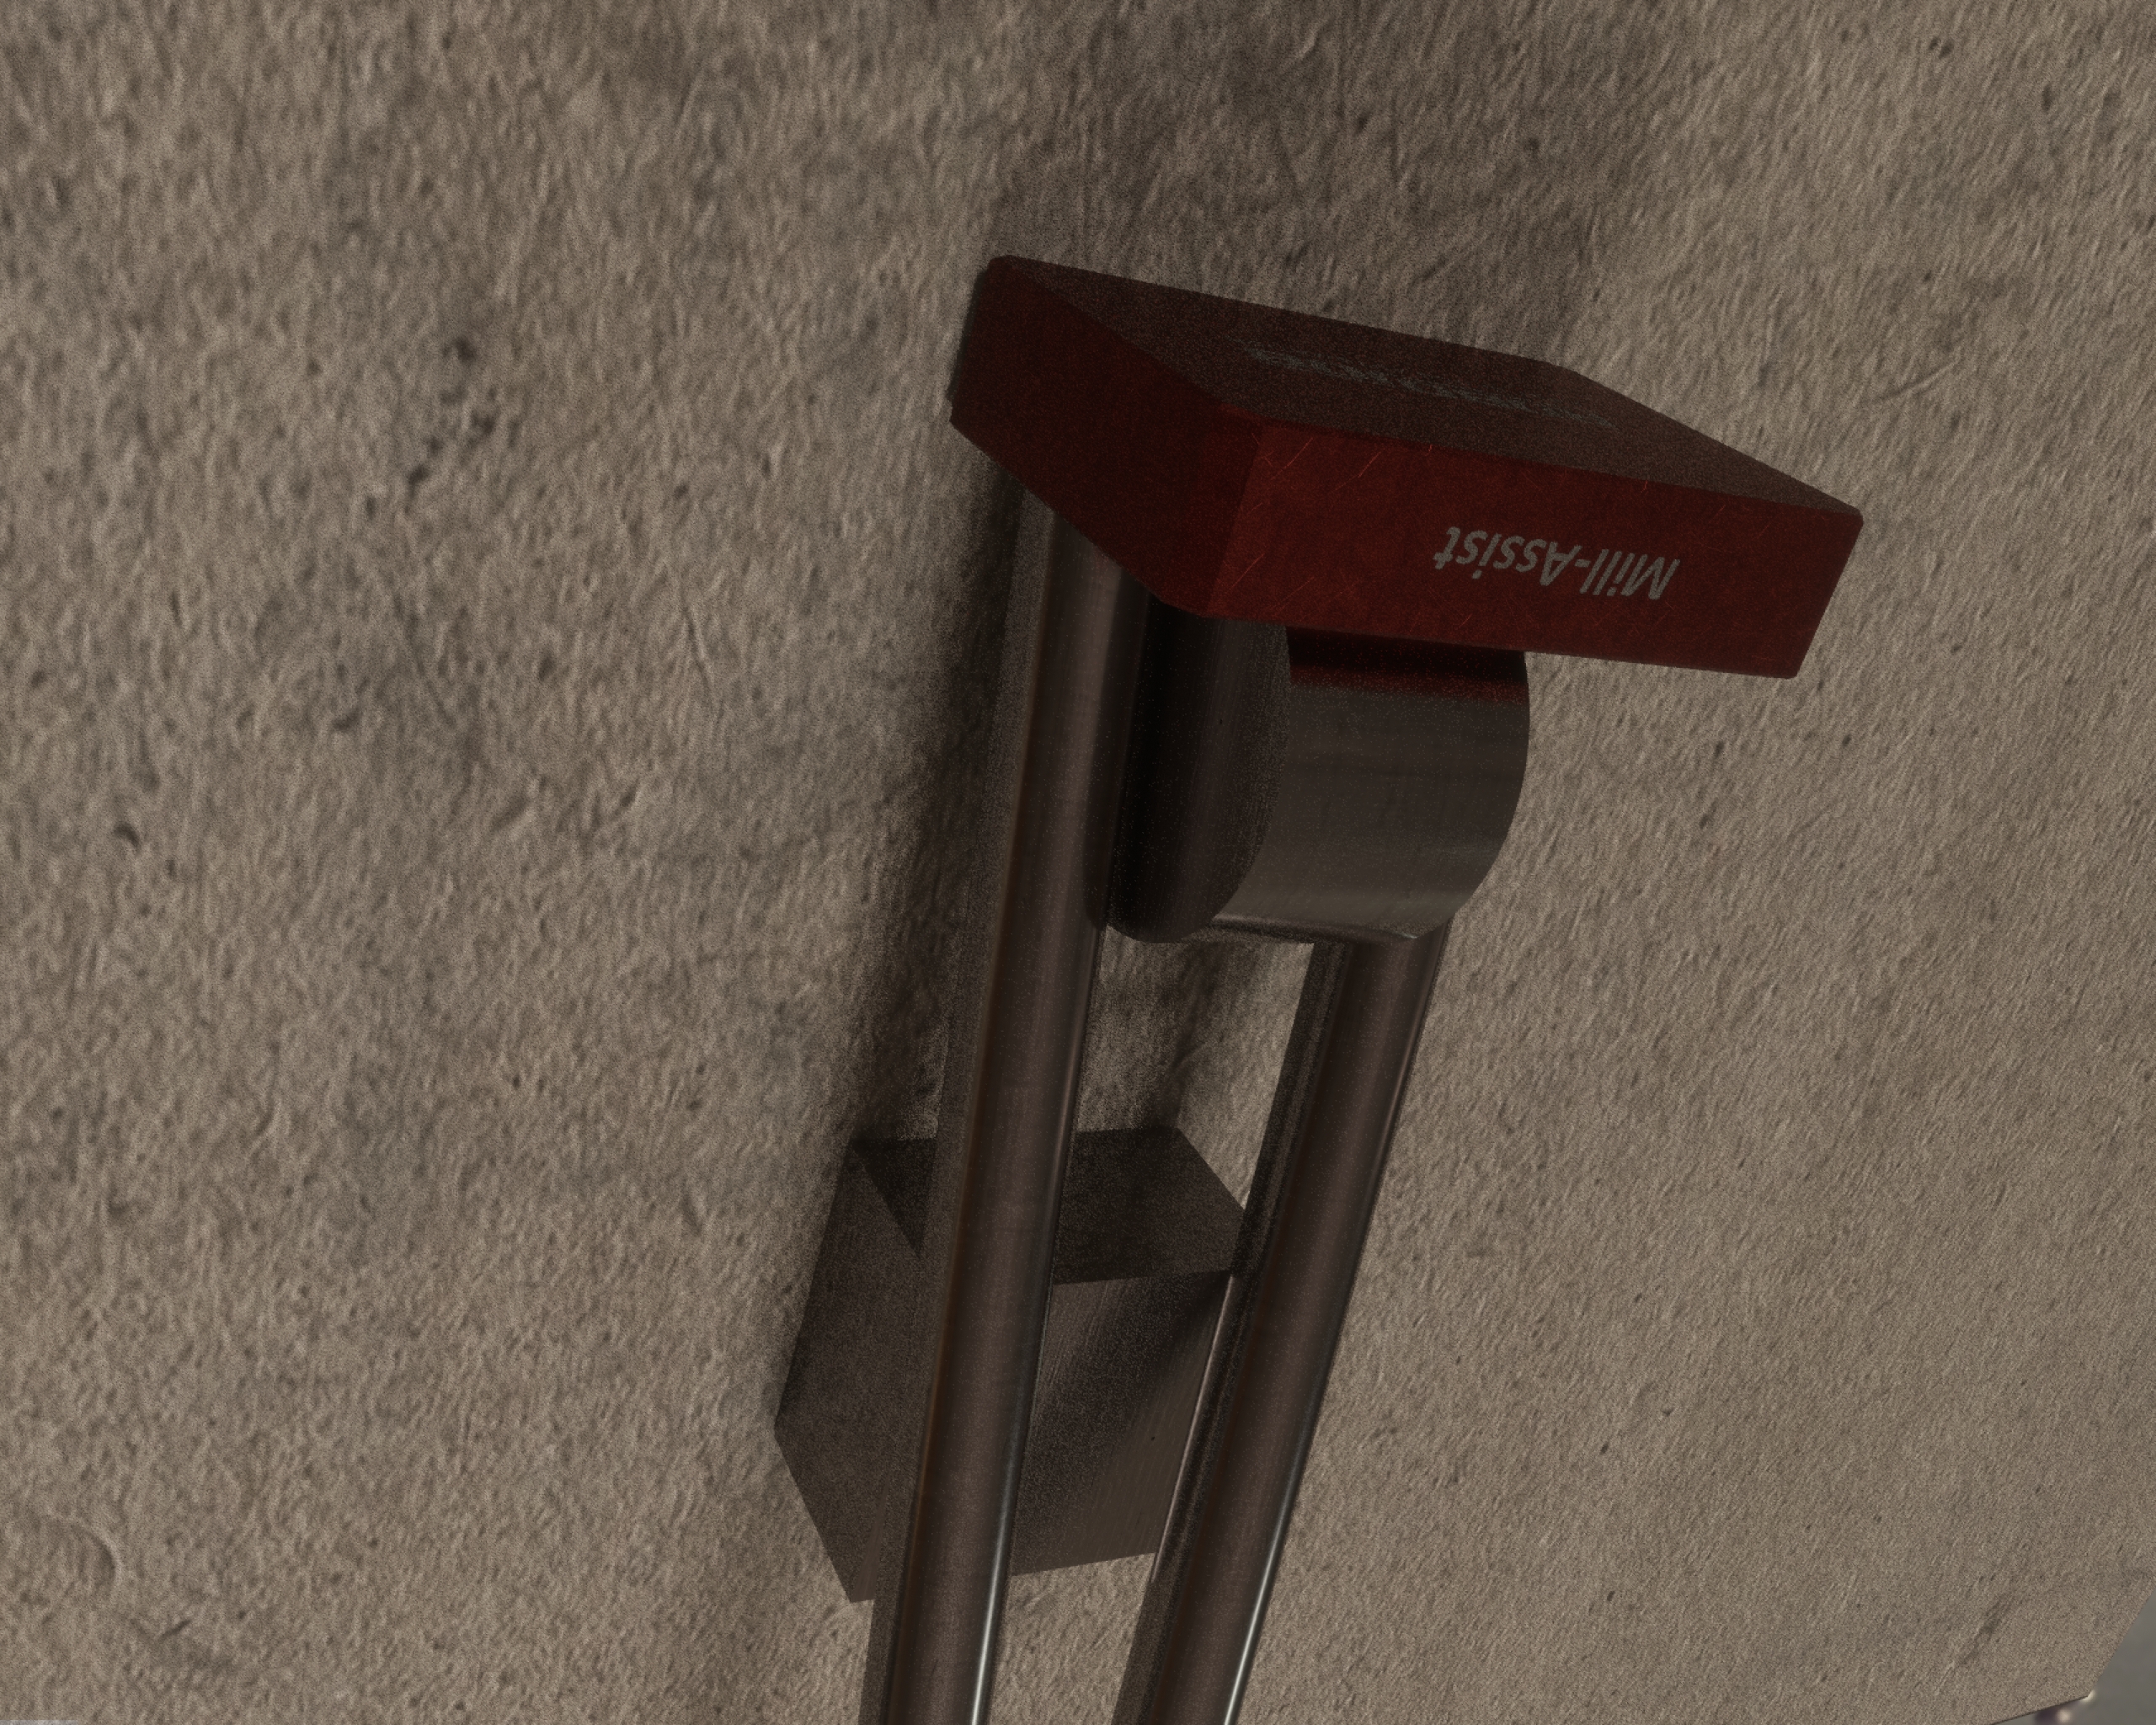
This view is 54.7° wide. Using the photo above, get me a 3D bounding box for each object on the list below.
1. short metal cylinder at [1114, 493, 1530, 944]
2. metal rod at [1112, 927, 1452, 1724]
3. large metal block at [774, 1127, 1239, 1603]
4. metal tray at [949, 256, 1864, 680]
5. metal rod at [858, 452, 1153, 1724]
[{"bbox_3d":[0.036,-0.025,0.379,0.050,0.080,0.079,2,118,-30],"label":"short metal cylinder"},{"bbox_3d":[0.047,0.068,0.418,0.025,0.025,0.298,9,99,-33],"label":"metal rod"},{"bbox_3d":[-0.012,0.106,0.450,0.081,0.050,0.079,2,118,-30],"label":"large metal block"},{"bbox_3d":[0.055,-0.067,0.356,0.131,0.090,0.030,2,117,-30],"label":"metal tray"},{"bbox_3d":[-0.015,0.065,0.383,0.025,0.025,0.298,2,102,-30],"label":"metal rod"}]
